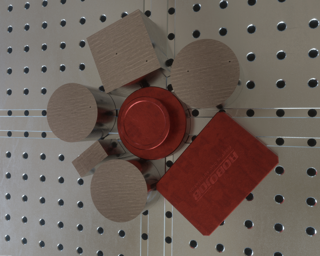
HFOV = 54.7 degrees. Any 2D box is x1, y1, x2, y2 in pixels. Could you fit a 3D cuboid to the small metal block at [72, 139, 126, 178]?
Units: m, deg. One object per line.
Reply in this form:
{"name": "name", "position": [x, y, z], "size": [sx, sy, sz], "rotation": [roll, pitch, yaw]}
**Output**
{"name": "small metal block", "position": [-0.084, 0.040, 0.428], "size": [0.050, 0.050, 0.025], "rotation": [-39, 78, 16]}

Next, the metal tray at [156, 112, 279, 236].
{"name": "metal tray", "position": [0.069, 0.055, 0.384], "size": [0.090, 0.030, 0.130], "rotation": [42, 103, 15]}

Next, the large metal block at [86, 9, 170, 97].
{"name": "large metal block", "position": [-0.039, -0.096, 0.413], "size": [0.080, 0.050, 0.080], "rotation": [-23, 83, 18]}

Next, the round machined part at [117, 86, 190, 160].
{"name": "round machined part", "position": [-0.013, -0.006, 0.407], "size": [0.098, 0.042, 0.097], "rotation": [0, 90, 20]}

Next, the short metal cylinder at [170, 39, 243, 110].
{"name": "short metal cylinder", "position": [0.059, -0.062, 0.378], "size": [0.080, 0.050, 0.080], "rotation": [0, 90, 20]}

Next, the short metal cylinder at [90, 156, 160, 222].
{"name": "short metal cylinder", "position": [-0.044, 0.079, 0.414], "size": [0.080, 0.050, 0.080], "rotation": [0, 90, 20]}

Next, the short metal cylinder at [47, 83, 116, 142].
{"name": "short metal cylinder", "position": [-0.110, -0.021, 0.437], "size": [0.080, 0.050, 0.080], "rotation": [0, 90, 20]}
